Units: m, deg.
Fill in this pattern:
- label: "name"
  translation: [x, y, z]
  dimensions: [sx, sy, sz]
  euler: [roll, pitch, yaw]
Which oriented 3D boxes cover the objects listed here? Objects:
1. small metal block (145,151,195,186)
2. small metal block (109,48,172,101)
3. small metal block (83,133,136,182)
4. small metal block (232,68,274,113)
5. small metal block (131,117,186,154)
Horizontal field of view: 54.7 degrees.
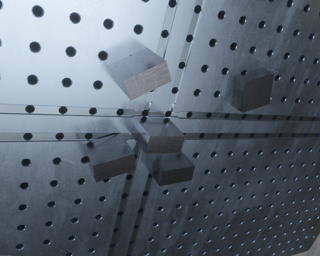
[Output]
- label: "small metal block"
  translation: [0.013, 0.053, 0.437]
  dimensions: [0.050, 0.050, 0.025]
  euler: [-5, 121, -26]
- label: "small metal block"
  translation: [-0.023, -0.062, 0.346]
  dimensions: [0.050, 0.050, 0.025]
  euler: [-27, 128, -12]
- label: "small metal block"
  translation: [-0.063, 0.035, 0.384]
  dimensions: [0.050, 0.050, 0.025]
  euler: [-16, 125, -20]
- label: "small metal block"
  translation: [0.136, -0.056, 0.453]
  dimensions: [0.050, 0.025, 0.050]
  euler: [-17, 126, -19]
- label: "small metal block"
  translation: [-0.003, 0.009, 0.400]
  dimensions: [0.050, 0.050, 0.025]
  euler: [1, 118, -29]
